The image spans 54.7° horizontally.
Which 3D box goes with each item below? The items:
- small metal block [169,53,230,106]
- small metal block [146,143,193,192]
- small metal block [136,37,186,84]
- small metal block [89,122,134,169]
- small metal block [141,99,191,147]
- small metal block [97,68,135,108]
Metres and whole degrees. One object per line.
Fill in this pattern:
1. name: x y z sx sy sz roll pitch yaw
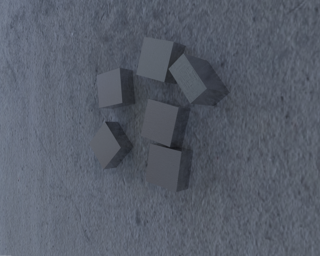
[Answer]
1. small metal block: 0.045 -0.053 0.350 0.025 0.050 0.050 -43 64 31
2. small metal block: 0.011 0.048 0.394 0.050 0.025 0.050 12 97 39
3. small metal block: 0.001 -0.088 0.403 0.050 0.025 0.050 22 104 37
4. small metal block: -0.074 0.026 0.463 0.050 0.025 0.050 -50 61 28
5. small metal block: 0.007 -0.007 0.398 0.050 0.025 0.050 20 102 38
6. small metal block: -0.065 -0.057 0.457 0.050 0.025 0.050 -8 85 39
